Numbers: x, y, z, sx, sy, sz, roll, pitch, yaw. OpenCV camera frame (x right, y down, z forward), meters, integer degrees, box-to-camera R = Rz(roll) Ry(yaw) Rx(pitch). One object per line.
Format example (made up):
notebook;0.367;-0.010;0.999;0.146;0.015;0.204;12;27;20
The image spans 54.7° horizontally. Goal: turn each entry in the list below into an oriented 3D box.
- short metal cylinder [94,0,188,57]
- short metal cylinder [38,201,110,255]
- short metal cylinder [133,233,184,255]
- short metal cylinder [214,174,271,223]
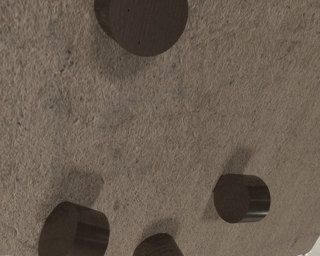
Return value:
short metal cylinder;-0.019;-0.117;0.309;0.081;0.050;0.079;-14;125;-21
short metal cylinder;-0.111;0.141;0.399;0.050;0.080;0.080;33;100;-39
short metal cylinder;-0.001;0.230;0.535;0.081;0.050;0.079;-14;125;-21
short metal cylinder;0.137;0.118;0.522;0.050;0.080;0.079;9;114;-33
